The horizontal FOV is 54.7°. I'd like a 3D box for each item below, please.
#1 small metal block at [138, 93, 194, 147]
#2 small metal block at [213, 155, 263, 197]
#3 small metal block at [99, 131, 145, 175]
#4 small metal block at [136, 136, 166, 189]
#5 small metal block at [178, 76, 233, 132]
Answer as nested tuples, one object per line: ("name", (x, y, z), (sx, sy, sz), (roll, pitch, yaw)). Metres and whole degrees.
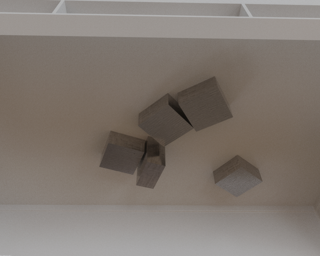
("small metal block", (0.008, -0.009, 0.401), (0.050, 0.025, 0.050), (-34, 123, 25))
("small metal block", (0.118, 0.074, 0.475), (0.050, 0.025, 0.050), (33, 122, -25))
("small metal block", (-0.054, 0.036, 0.439), (0.050, 0.025, 0.050), (16, 128, -14))
("small metal block", (-0.013, 0.048, 0.434), (0.025, 0.050, 0.050), (15, 129, -13))
("small metal block", (0.056, -0.029, 0.386), (0.050, 0.025, 0.050), (-23, 127, 18))
